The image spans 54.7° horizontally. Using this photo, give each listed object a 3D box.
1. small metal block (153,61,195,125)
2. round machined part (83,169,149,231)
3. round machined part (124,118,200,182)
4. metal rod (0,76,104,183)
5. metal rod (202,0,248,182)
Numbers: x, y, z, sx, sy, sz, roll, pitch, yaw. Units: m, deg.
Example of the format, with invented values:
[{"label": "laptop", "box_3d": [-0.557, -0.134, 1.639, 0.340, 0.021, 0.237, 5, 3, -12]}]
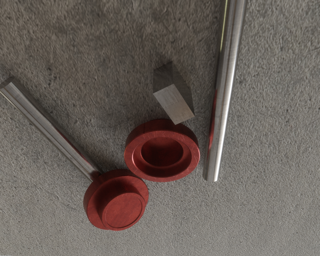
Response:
[{"label": "small metal block", "box_3d": [0.016, -0.041, 0.356, 0.025, 0.050, 0.050, -24, 126, 19]}, {"label": "round machined part", "box_3d": [-0.061, 0.114, 0.465, 0.099, 0.042, 0.097, -13, 118, -24]}, {"label": "round machined part", "box_3d": [0.003, 0.026, 0.418, 0.099, 0.042, 0.097, 0, 130, 0]}, {"label": "metal rod", "box_3d": [-0.112, 0.049, 0.447, 0.025, 0.025, 0.299, -21, 127, 17]}, {"label": "metal rod", "box_3d": [0.075, -0.041, 0.372, 0.025, 0.025, 0.298, -1, 130, 0]}]
